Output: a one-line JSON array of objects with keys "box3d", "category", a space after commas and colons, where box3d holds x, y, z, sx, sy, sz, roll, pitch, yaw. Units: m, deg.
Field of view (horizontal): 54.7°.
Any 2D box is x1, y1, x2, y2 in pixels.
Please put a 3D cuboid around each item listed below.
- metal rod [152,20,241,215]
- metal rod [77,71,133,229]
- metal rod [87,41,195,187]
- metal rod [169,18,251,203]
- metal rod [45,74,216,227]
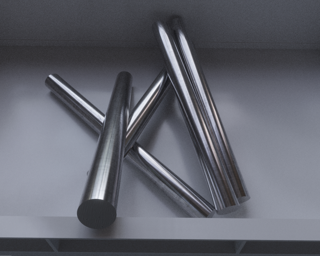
[{"box3d": [0.035, -0.036, 0.398, 0.025, 0.025, 0.299, -10, 57, -9], "category": "metal rod"}, {"box3d": [-0.047, -0.009, 0.334, 0.025, 0.025, 0.300, -2, 26, -2], "category": "metal rod"}, {"box3d": [-0.008, -0.043, 0.419, 0.025, 0.025, 0.301, 17, 45, 14], "category": "metal rod"}, {"box3d": [0.057, -0.044, 0.419, 0.025, 0.025, 0.299, -9, 58, -8], "category": "metal rod"}, {"box3d": [-0.054, 0.012, 0.393, 0.025, 0.025, 0.300, -37, 60, -27], "category": "metal rod"}]
